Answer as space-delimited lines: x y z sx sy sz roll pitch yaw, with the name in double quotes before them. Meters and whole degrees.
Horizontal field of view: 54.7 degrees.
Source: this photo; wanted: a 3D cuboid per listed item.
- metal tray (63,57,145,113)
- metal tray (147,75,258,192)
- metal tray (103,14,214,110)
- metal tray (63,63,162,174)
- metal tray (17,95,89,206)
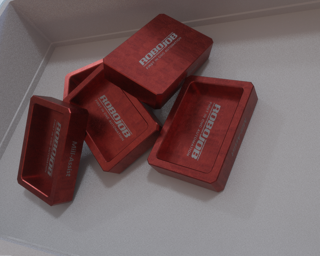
"metal tray" -0.089 -0.065 0.485 0.130 0.030 0.090 -19 54 16
"metal tray" 0.052 0.001 0.371 0.090 0.030 0.130 13 68 33
"metal tray" 0.000 -0.093 0.412 0.090 0.030 0.131 33 59 15
"metal tray" -0.064 -0.016 0.414 0.090 0.030 0.130 -41 66 8
"metal tray" -0.148 0.028 0.421 0.090 0.030 0.129 19 100 35
